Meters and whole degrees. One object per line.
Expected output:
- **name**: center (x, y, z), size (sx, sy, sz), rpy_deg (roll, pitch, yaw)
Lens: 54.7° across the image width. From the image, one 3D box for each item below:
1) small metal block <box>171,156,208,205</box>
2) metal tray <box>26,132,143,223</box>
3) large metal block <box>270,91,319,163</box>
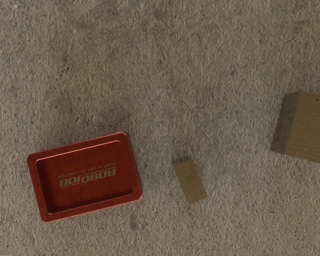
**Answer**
- **small metal block**: center (0.037, 0.065, 0.398), size (0.025, 0.050, 0.050), rpy_deg (-23, 90, 0)
- **metal tray**: center (-0.096, 0.062, 0.406), size (0.131, 0.030, 0.089), rpy_deg (-14, 90, 0)
- **large metal block**: center (0.199, 0.003, 0.399), size (0.080, 0.050, 0.080), rpy_deg (15, 90, 0)
